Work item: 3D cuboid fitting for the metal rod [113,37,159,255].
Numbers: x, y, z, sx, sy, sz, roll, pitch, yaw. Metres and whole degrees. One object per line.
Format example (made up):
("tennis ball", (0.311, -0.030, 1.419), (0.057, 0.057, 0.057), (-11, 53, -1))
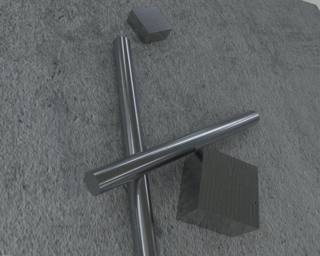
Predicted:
("metal rod", (-0.034, 0.007, 0.381), (0.025, 0.025, 0.299), (5, 59, -26))

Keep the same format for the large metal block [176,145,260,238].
("large metal block", (0.072, 0.079, 0.380), (0.080, 0.050, 0.080), (22, 53, -15))

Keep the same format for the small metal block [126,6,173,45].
("small metal block", (-0.017, -0.166, 0.497), (0.050, 0.025, 0.050), (-25, 75, -37))

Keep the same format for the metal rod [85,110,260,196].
("metal rod", (0.042, 0.018, 0.395), (0.302, 0.025, 0.025), (-18, 72, -42))
